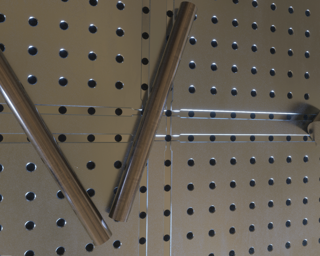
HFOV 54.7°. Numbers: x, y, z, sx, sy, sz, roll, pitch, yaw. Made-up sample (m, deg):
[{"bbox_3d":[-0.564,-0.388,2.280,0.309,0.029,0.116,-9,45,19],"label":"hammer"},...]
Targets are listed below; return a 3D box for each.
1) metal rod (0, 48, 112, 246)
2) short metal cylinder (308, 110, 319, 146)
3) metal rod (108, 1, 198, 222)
[{"bbox_3d":[-0.140,0.008,0.360,0.025,0.025,0.299,-31,100,-17],"label":"metal rod"},{"bbox_3d":[0.285,-0.001,0.488,0.080,0.080,0.050,46,76,-15],"label":"short metal cylinder"},{"bbox_3d":[-0.007,-0.026,0.409,0.025,0.025,0.299,21,83,-19],"label":"metal rod"}]
